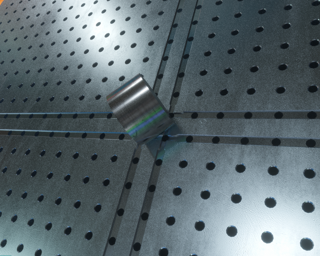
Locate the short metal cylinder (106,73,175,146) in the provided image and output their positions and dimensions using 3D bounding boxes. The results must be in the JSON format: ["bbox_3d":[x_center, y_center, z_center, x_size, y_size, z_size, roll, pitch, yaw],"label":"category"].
[{"bbox_3d":[-0.024,-0.023,0.397,0.050,0.080,0.080,-35,52,5],"label":"short metal cylinder"}]
